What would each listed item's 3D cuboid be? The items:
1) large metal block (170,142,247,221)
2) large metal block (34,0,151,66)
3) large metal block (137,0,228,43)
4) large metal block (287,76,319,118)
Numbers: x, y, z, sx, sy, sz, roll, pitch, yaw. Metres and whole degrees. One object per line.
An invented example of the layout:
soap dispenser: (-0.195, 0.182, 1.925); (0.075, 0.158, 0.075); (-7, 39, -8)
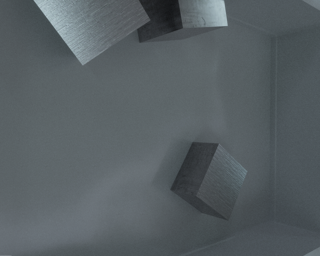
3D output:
large metal block: (0.073, 0.076, 0.452); (0.080, 0.050, 0.080); (42, 65, -32)
large metal block: (-0.069, -0.122, 0.309); (0.080, 0.050, 0.080); (-34, 116, 0)
large metal block: (0.025, -0.143, 0.391); (0.081, 0.080, 0.050); (-18, 102, -39)
large metal block: (0.313, -0.064, 0.636); (0.050, 0.080, 0.079); (-9, 96, -40)
